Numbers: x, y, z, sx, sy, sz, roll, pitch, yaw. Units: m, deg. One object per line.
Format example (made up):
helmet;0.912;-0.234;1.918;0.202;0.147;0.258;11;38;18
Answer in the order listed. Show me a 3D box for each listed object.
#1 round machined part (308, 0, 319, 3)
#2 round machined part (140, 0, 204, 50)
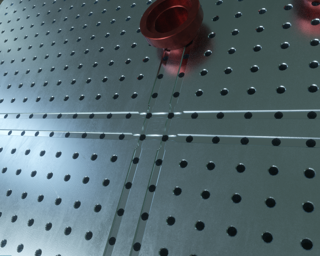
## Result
round machined part;0.222;-0.205;0.407;0.098;0.042;0.098;-13;56;20
round machined part;0.021;-0.162;0.484;0.098;0.042;0.098;-13;56;20
